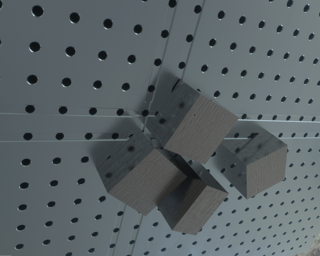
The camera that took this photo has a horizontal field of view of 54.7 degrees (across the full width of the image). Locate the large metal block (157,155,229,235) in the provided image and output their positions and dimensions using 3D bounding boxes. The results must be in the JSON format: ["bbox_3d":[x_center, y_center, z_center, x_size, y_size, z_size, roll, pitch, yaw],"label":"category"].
[{"bbox_3d":[0.040,0.097,0.460,0.050,0.080,0.080,27,104,-38],"label":"large metal block"}]

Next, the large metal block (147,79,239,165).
[{"bbox_3d":[0.045,-0.006,0.417,0.080,0.050,0.080,25,105,-37],"label":"large metal block"}]

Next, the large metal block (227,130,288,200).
[{"bbox_3d":[0.164,0.062,0.526,0.081,0.050,0.080,-23,127,-15],"label":"large metal block"}]

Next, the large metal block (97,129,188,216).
[{"bbox_3d":[-0.024,0.062,0.422,0.080,0.050,0.080,-44,130,2],"label":"large metal block"}]
